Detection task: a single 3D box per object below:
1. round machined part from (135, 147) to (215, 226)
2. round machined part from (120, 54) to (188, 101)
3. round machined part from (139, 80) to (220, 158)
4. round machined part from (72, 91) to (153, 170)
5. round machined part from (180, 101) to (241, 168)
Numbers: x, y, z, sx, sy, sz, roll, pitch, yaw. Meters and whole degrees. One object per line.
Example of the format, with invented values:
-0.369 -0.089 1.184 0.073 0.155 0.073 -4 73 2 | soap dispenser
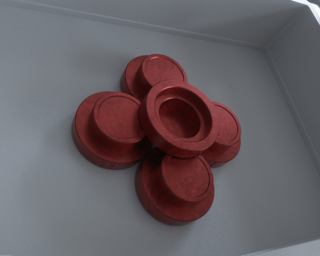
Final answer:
0.024 0.061 0.367 0.099 0.042 0.098 15 54 -21 | round machined part
-0.001 -0.063 0.428 0.099 0.042 0.098 14 56 -21 | round machined part
0.020 -0.008 0.381 0.099 0.042 0.098 14 56 -21 | round machined part
-0.050 -0.003 0.366 0.099 0.042 0.098 14 56 -21 | round machined part
0.072 0.002 0.429 0.099 0.042 0.098 14 56 -21 | round machined part
